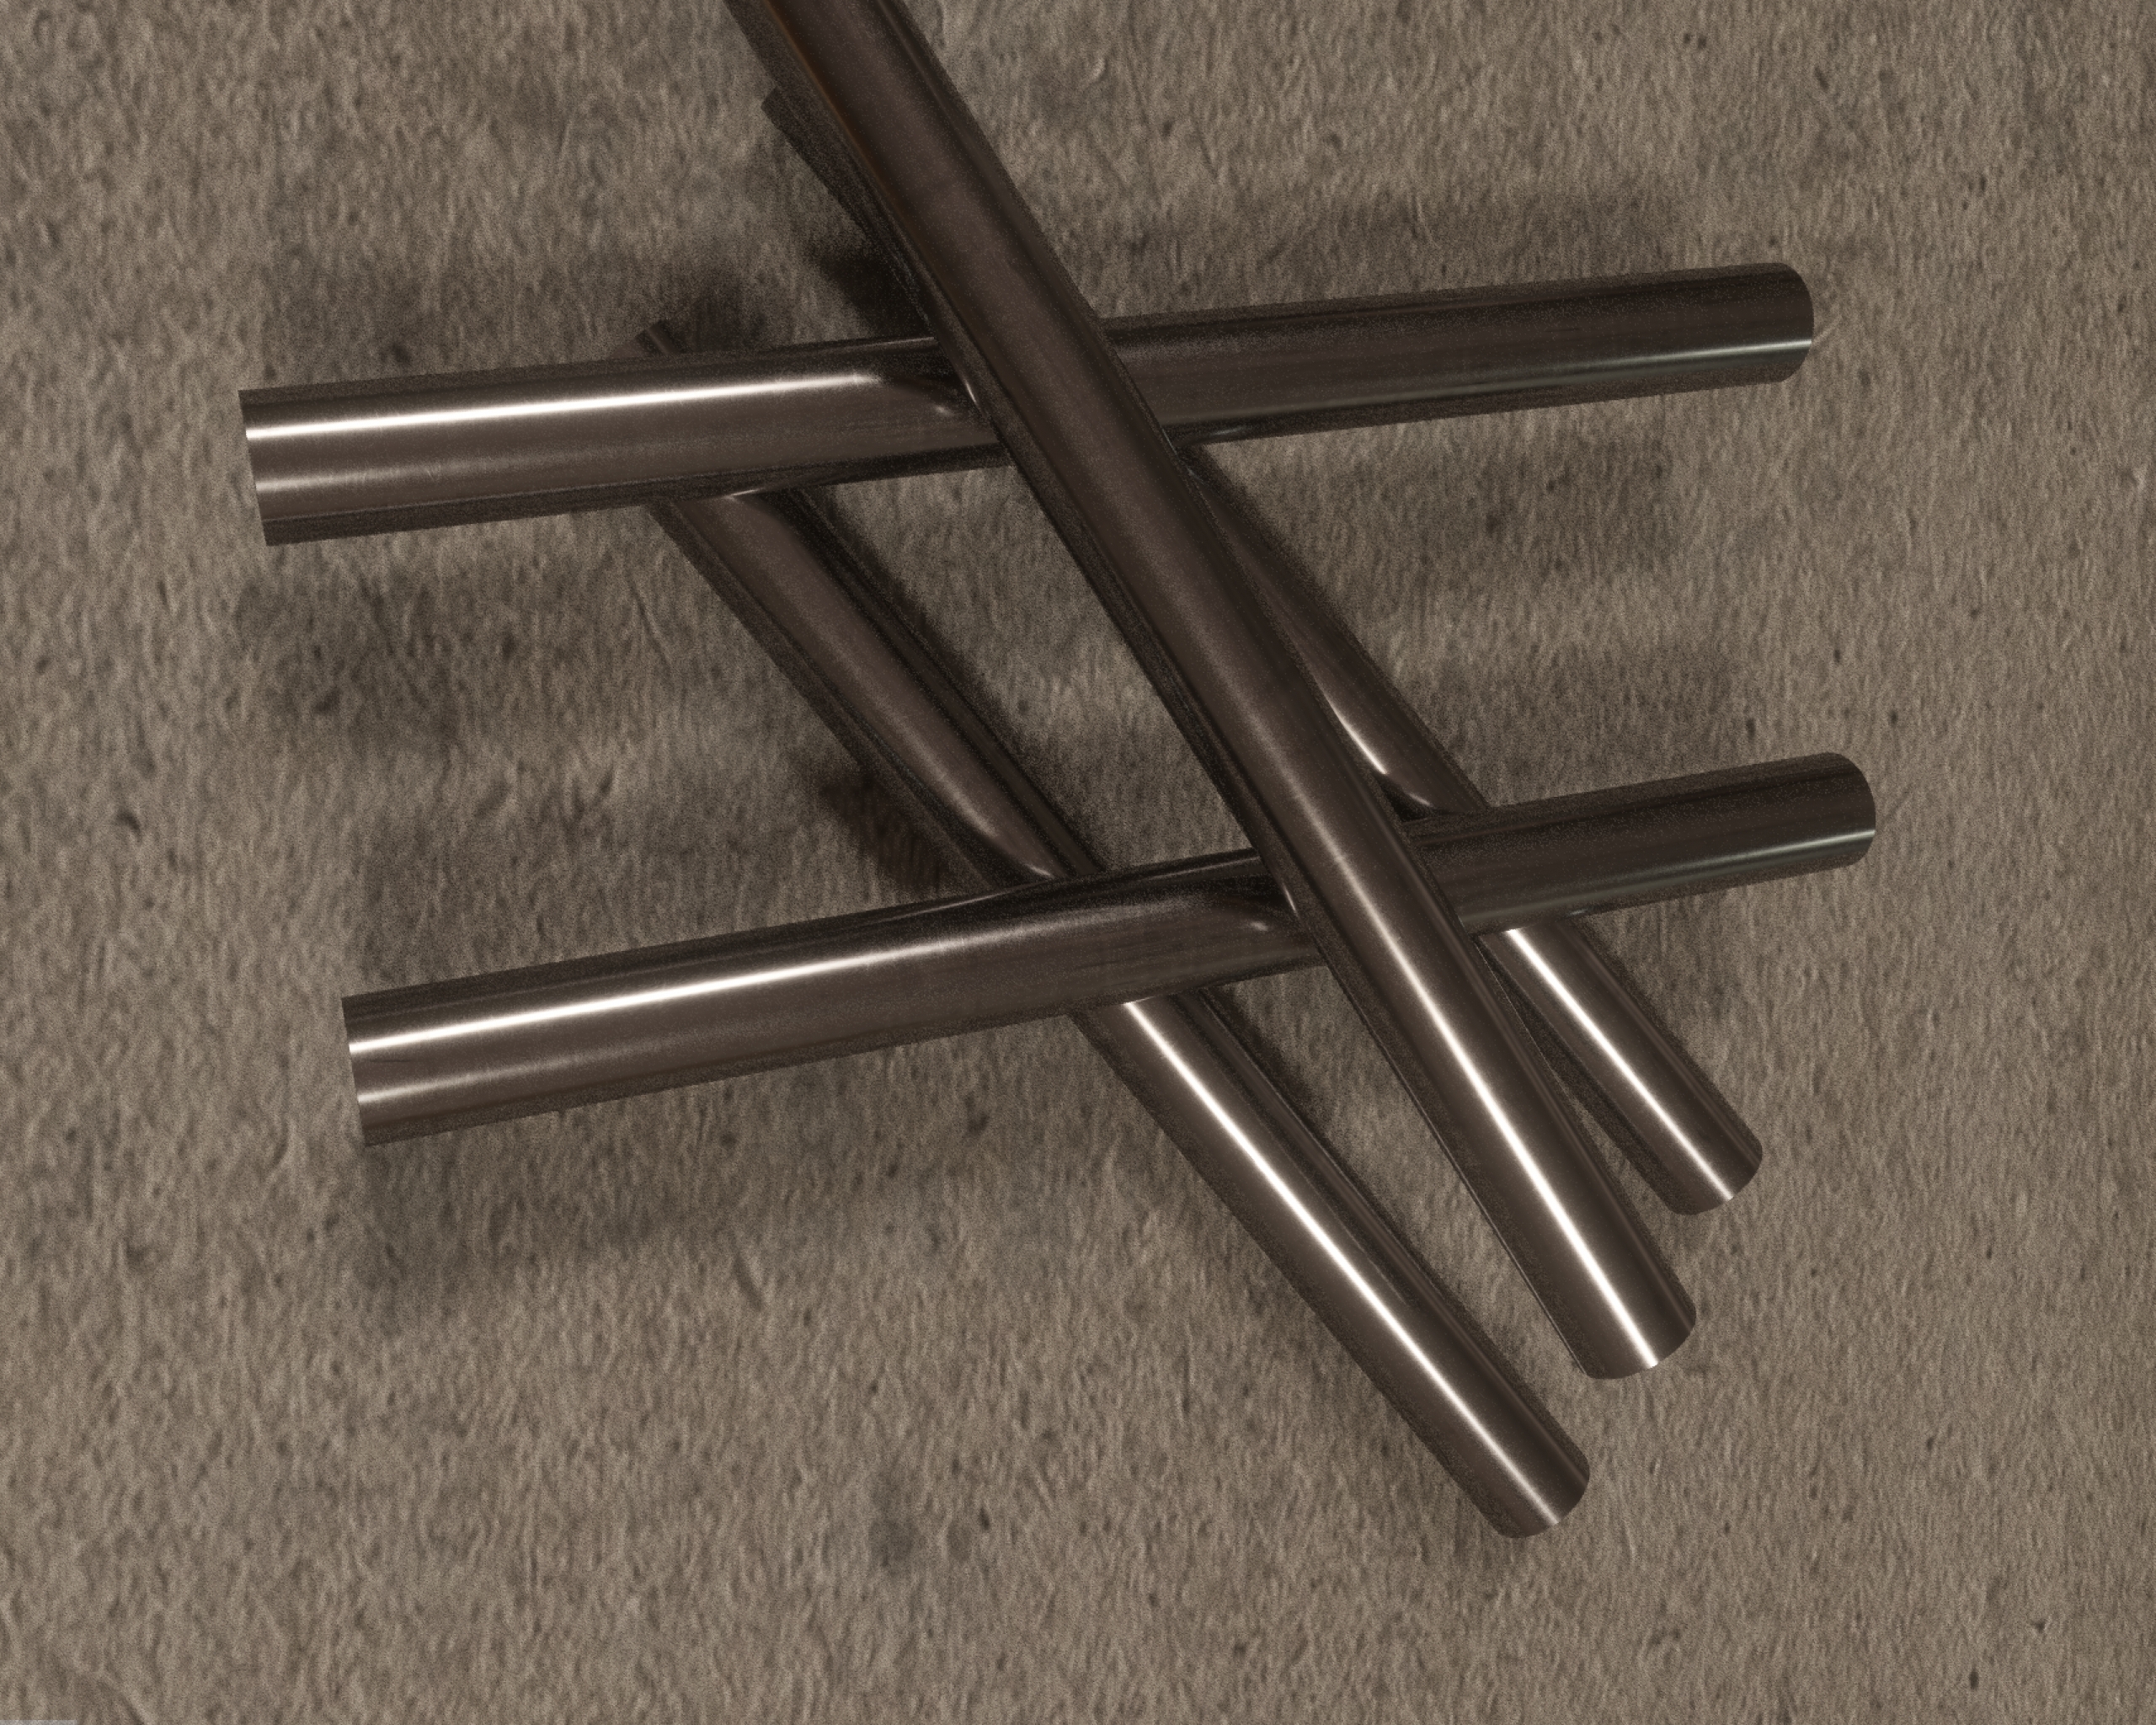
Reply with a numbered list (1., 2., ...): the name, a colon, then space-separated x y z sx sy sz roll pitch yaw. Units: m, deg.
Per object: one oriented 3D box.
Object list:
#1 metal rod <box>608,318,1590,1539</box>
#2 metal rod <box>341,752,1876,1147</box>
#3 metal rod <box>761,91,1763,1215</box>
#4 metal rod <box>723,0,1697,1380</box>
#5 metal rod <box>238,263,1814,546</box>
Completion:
1. metal rod: 0.007 0.022 0.413 0.025 0.025 0.300 -43 104 -15
2. metal rod: 0.022 0.011 0.393 0.303 0.025 0.025 -9 93 -20
3. metal rod: 0.046 -0.040 0.428 0.025 0.025 0.300 -45 104 -15
4. metal rod: 0.027 -0.032 0.368 0.025 0.025 0.299 -37 102 -17
5. metal rod: 0.007 -0.089 0.387 0.303 0.025 0.025 -10 94 -20
